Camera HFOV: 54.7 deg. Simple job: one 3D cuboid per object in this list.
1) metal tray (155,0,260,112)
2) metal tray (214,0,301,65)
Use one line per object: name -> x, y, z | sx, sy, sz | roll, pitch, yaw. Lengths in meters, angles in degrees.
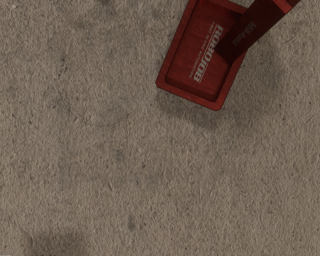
metal tray -> 0.060, -0.097, 0.397 | 0.090, 0.030, 0.129 | 23, 98, 0
metal tray -> 0.122, -0.131, 0.349 | 0.030, 0.130, 0.090 | 46, 73, 0
